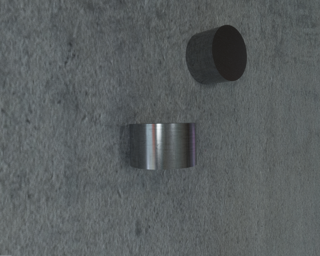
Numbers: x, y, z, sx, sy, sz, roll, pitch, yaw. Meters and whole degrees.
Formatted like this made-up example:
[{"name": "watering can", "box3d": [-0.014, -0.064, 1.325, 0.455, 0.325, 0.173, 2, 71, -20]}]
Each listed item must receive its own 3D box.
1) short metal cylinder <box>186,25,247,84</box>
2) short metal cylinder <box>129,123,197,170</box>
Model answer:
[{"name": "short metal cylinder", "box3d": [0.085, -0.107, 0.462, 0.081, 0.050, 0.079, 0, 90, -40]}, {"name": "short metal cylinder", "box3d": [0.004, 0.019, 0.374, 0.081, 0.080, 0.050, -2, 92, -40]}]
